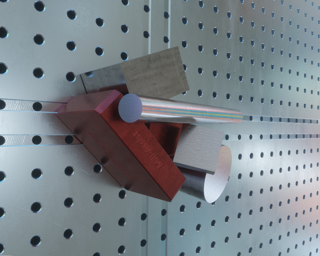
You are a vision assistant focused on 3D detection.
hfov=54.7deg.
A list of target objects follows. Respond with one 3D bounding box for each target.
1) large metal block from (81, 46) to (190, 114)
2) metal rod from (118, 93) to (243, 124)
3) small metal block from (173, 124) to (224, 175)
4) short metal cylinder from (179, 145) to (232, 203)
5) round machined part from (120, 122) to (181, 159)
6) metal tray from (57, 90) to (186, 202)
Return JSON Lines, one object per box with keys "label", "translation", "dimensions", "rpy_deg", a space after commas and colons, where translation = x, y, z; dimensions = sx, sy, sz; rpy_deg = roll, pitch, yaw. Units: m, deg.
{"label": "large metal block", "translation": [-0.028, -0.052, 0.349], "dimensions": [0.081, 0.080, 0.050], "rpy_deg": [-27, 107, -37]}
{"label": "metal rod", "translation": [0.051, -0.018, 0.392], "dimensions": [0.302, 0.025, 0.025], "rpy_deg": [-1, 91, -60]}
{"label": "small metal block", "translation": [0.047, 0.025, 0.378], "dimensions": [0.025, 0.050, 0.050], "rpy_deg": [74, 31, -73]}
{"label": "short metal cylinder", "translation": [0.059, 0.057, 0.429], "dimensions": [0.081, 0.050, 0.079], "rpy_deg": [-26, 123, -48]}
{"label": "round machined part", "translation": [-0.001, 0.006, 0.403], "dimensions": [0.099, 0.042, 0.097], "rpy_deg": [0, 90, -40]}
{"label": "metal tray", "translation": [-0.041, 0.021, 0.333], "dimensions": [0.030, 0.090, 0.130], "rpy_deg": [-51, 121, -28]}
